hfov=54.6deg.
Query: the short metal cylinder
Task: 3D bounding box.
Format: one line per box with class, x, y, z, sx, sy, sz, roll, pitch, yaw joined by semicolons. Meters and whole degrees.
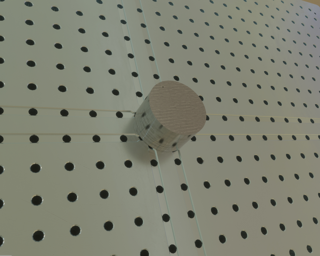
short metal cylinder;0.013;-0.015;0.408;0.081;0.050;0.080;13;56;-21
